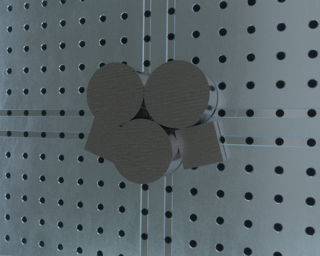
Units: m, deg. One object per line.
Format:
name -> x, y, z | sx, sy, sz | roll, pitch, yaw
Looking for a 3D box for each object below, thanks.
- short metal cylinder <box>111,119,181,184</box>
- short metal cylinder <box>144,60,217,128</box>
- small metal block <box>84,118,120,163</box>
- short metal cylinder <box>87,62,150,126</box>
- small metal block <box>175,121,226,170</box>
short metal cylinder -> -0.015, 0.028, 0.401 | 0.080, 0.050, 0.079 | 0, 90, 20
short metal cylinder -> 0.027, -0.040, 0.386 | 0.080, 0.050, 0.079 | 0, 90, 20
small metal block -> -0.072, 0.015, 0.434 | 0.050, 0.025, 0.050 | 22, 97, 18
short metal cylinder -> -0.049, -0.043, 0.413 | 0.080, 0.050, 0.079 | 0, 90, 20
small metal block -> 0.051, 0.022, 0.391 | 0.050, 0.025, 0.050 | -15, 85, 19
